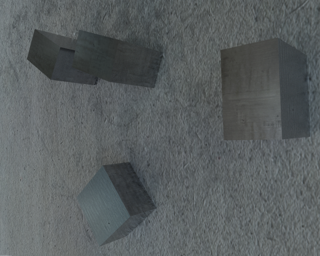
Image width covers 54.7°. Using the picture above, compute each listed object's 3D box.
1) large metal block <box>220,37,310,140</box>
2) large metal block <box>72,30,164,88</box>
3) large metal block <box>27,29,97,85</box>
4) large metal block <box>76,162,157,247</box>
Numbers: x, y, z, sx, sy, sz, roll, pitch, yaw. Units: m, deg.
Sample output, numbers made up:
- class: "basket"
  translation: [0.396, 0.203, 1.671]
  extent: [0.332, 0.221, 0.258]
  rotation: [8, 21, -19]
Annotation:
- class: "large metal block"
  translation: [0.100, -0.030, 0.287]
  extent: [0.050, 0.081, 0.080]
  rotation: [-3, 88, 40]
- class: "large metal block"
  translation: [-0.057, -0.092, 0.416]
  extent: [0.080, 0.081, 0.050]
  rotation: [25, 106, 37]
- class: "large metal block"
  translation: [-0.149, -0.111, 0.492]
  extent: [0.080, 0.081, 0.050]
  rotation: [37, 113, 34]
- class: "large metal block"
  translation: [-0.064, 0.107, 0.442]
  extent: [0.080, 0.050, 0.080]
  rotation: [-49, 61, 29]
